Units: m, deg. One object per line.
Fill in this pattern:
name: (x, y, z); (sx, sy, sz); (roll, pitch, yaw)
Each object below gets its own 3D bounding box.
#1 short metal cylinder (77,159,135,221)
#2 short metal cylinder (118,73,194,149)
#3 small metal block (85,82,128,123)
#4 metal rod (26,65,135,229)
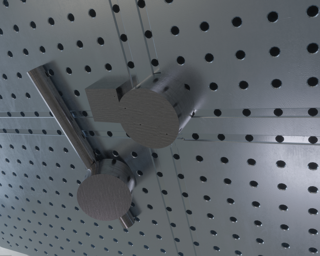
short metal cylinder: (-0.081, 0.094, 0.477); (0.081, 0.050, 0.079); (0, 110, 1)
short metal cylinder: (-0.004, -0.021, 0.384); (0.080, 0.050, 0.079); (13, 124, 21)
small metal block: (-0.069, -0.035, 0.426); (0.050, 0.025, 0.050); (4, 120, 26)
metal rod: (-0.119, 0.040, 0.498); (0.025, 0.025, 0.299); (-15, 111, 34)
